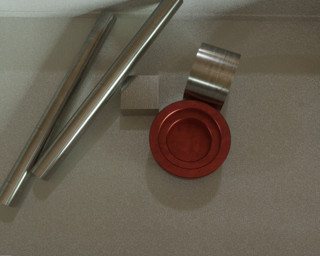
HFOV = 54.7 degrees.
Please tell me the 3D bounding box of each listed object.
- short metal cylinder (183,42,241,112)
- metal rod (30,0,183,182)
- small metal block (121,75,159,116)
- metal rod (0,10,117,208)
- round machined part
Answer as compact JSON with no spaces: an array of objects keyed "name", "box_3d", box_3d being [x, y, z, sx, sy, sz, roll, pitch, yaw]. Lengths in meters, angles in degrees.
[{"name":"short metal cylinder","box_3d":[0.067,-0.065,0.405,0.050,0.080,0.080,20,71,7]},{"name":"metal rod","box_3d":[-0.063,-0.062,0.407,0.025,0.025,0.300,33,80,11]},{"name":"small metal block","box_3d":[-0.027,-0.044,0.425,0.050,0.025,0.050,0,70,-1]},{"name":"metal rod","box_3d":[-0.133,-0.039,0.422,0.025,0.025,0.300,21,71,7]},{"name":"round machined part","box_3d":[0.037,0.017,0.392,0.099,0.042,0.098,0,75,1]}]
